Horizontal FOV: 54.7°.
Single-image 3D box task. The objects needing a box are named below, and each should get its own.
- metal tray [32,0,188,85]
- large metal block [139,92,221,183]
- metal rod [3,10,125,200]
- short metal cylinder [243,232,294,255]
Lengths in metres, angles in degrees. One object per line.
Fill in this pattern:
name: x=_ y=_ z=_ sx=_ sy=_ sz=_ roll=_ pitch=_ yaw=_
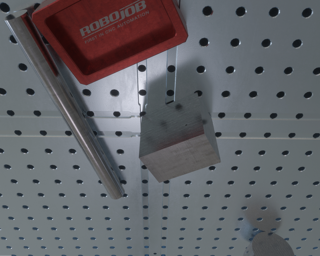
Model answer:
metal tray: x=-0.048 y=-0.107 z=0.316 sx=0.130 sy=0.030 sz=0.090 roll=-20 pitch=128 yaw=16
large metal block: x=0.023 y=0.011 z=0.385 sx=0.080 sy=0.080 sz=0.050 roll=-22 pitch=127 yaw=17
metal rod: x=-0.107 y=-0.005 z=0.406 sx=0.025 sy=0.025 sz=0.299 roll=-12 pitch=130 yaw=9
short metal cylinder: x=0.205 y=0.246 z=0.588 sx=0.081 sy=0.080 sz=0.050 roll=7 pitch=130 yaw=-7
